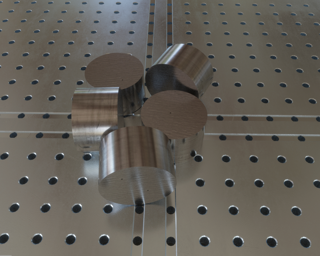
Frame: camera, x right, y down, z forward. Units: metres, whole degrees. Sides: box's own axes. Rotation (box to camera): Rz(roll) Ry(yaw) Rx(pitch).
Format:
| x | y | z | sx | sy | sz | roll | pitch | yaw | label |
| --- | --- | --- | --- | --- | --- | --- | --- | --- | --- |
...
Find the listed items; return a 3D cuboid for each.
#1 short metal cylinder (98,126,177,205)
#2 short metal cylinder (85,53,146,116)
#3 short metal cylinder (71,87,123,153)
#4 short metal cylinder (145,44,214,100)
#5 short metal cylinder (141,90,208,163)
| x | y | z | sx | sy | sz | roll | pitch | yaw | label |
| --- | --- | --- | --- | --- | --- | --- | --- | --- | --- |
| -0.025 | 0.042 | 0.335 | 0.081 | 0.080 | 0.050 | -5 | 51 | -4 | short metal cylinder |
| -0.062 | -0.063 | 0.443 | 0.080 | 0.050 | 0.080 | 0 | 50 | 1 | short metal cylinder |
| -0.073 | -0.010 | 0.381 | 0.050 | 0.080 | 0.080 | -1 | 50 | -2 | short metal cylinder |
| 0.027 | -0.068 | 0.429 | 0.080 | 0.080 | 0.050 | 23 | 53 | 18 | short metal cylinder |
| 0.017 | -0.002 | 0.393 | 0.081 | 0.050 | 0.080 | 1 | 50 | 0 | short metal cylinder |
